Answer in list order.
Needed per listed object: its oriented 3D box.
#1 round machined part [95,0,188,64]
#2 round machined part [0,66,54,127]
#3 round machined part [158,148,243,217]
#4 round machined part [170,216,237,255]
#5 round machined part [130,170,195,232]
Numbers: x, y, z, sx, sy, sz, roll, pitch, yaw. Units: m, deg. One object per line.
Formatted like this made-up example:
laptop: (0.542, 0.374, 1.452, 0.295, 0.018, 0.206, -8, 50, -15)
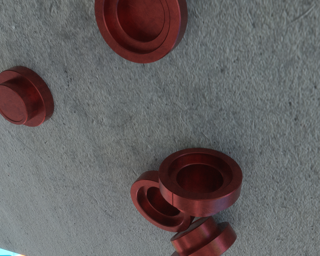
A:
round machined part: (-0.016, -0.122, 0.329, 0.098, 0.042, 0.097, 13, 124, 21)
round machined part: (-0.219, -0.044, 0.485, 0.098, 0.042, 0.097, 13, 124, 21)
round machined part: (0.048, 0.069, 0.377, 0.098, 0.098, 0.042, 12, 123, 22)
round machined part: (0.054, 0.157, 0.432, 0.098, 0.099, 0.042, -40, 76, 39)
round machined part: (0.010, 0.100, 0.448, 0.098, 0.042, 0.097, 18, 130, 24)
